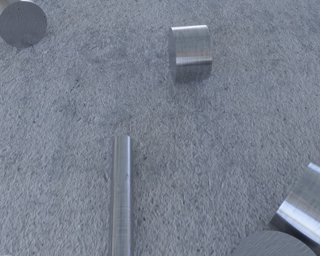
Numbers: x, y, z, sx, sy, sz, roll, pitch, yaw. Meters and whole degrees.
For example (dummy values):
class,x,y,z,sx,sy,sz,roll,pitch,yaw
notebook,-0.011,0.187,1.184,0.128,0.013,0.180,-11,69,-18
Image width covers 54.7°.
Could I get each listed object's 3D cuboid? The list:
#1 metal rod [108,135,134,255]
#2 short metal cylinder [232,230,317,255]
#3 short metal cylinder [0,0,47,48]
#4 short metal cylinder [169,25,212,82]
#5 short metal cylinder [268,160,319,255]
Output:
class,x,y,z,sx,sy,sz,roll,pitch,yaw
metal rod,-0.037,0.131,0.292,0.025,0.025,0.300,-3,50,-2
short metal cylinder,0.098,0.138,0.271,0.081,0.050,0.080,0,50,0
short metal cylinder,-0.239,-0.182,0.519,0.080,0.080,0.050,-33,58,-25
short metal cylinder,0.043,-0.110,0.460,0.050,0.080,0.080,-5,50,-5
short metal cylinder,0.150,0.078,0.303,0.050,0.080,0.080,34,58,25
